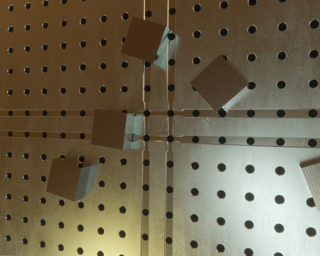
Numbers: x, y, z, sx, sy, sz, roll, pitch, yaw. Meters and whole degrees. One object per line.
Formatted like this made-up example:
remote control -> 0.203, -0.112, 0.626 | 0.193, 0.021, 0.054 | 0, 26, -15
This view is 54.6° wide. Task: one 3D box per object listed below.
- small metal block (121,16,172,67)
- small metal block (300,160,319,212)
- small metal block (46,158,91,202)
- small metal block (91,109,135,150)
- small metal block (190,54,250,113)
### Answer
small metal block -> -0.018, -0.116, 0.419 | 0.050, 0.025, 0.050 | 22, 97, 18
small metal block -> 0.191, 0.060, 0.345 | 0.050, 0.025, 0.050 | -21, 83, 19
small metal block -> -0.136, 0.075, 0.461 | 0.050, 0.025, 0.050 | 14, 95, 19
small metal block -> -0.066, 0.001, 0.437 | 0.050, 0.025, 0.050 | 8, 93, 20
small metal block -> 0.075, -0.054, 0.386 | 0.050, 0.025, 0.050 | -43, 77, 15
